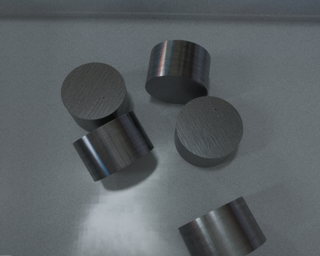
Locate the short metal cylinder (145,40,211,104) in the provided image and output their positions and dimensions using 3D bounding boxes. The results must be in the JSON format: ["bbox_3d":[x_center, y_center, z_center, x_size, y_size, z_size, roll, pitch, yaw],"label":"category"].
[{"bbox_3d":[0.024,-0.071,0.407,0.080,0.080,0.050,7,70,2],"label":"short metal cylinder"}]

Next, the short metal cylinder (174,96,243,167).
[{"bbox_3d":[0.060,0.006,0.395,0.081,0.050,0.080,0,70,0],"label":"short metal cylinder"}]

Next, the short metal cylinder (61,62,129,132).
[{"bbox_3d":[-0.083,-0.039,0.410,0.081,0.050,0.080,0,70,0],"label":"short metal cylinder"}]

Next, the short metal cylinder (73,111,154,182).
[{"bbox_3d":[-0.054,0.021,0.366,0.080,0.080,0.050,-30,92,-11],"label":"short metal cylinder"}]

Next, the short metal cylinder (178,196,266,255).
[{"bbox_3d":[0.067,0.115,0.339,0.080,0.080,0.050,-24,72,-9],"label":"short metal cylinder"}]
